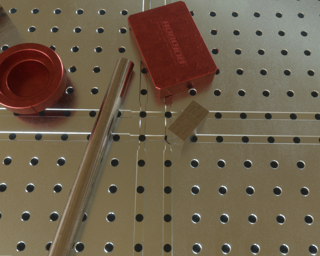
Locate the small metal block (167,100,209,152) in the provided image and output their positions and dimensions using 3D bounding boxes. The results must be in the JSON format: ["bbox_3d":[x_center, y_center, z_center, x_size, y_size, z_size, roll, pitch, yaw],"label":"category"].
[{"bbox_3d":[0.035,-0.001,0.399,0.025,0.050,0.050,38,74,12],"label":"small metal block"}]

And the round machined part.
[{"bbox_3d":[-0.176,-0.063,0.424,0.099,0.042,0.098,0,70,-1],"label":"round machined part"}]

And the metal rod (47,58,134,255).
[{"bbox_3d":[-0.087,0.042,0.395,0.025,0.025,0.299,14,70,5],"label":"metal rod"}]

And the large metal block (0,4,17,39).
[{"bbox_3d":[-0.277,-0.167,0.456,0.080,0.050,0.080,-36,74,-13],"label":"large metal block"}]

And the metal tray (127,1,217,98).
[{"bbox_3d":[0.016,-0.117,0.452,0.091,0.030,0.130,-19,71,-7],"label":"metal tray"}]
